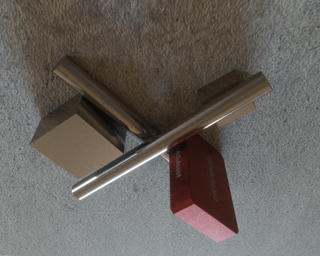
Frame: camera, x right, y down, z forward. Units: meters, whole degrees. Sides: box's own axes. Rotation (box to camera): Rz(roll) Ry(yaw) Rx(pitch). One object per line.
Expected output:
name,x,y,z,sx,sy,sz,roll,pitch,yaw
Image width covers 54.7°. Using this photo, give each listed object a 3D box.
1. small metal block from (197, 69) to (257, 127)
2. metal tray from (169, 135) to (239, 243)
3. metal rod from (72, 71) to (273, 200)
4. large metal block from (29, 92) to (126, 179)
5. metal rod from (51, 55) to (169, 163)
small metal block,0.082,-0.035,0.380,0.050,0.025,0.050,-28,125,21
metal tray,0.053,0.066,0.396,0.030,0.130,0.090,-35,122,26
metal rod,-0.002,0.021,0.393,0.300,0.025,0.025,-32,124,23
large metal block,-0.101,0.010,0.398,0.080,0.050,0.080,-30,125,22
metal rod,-0.013,0.012,0.419,0.025,0.025,0.301,-35,123,25
